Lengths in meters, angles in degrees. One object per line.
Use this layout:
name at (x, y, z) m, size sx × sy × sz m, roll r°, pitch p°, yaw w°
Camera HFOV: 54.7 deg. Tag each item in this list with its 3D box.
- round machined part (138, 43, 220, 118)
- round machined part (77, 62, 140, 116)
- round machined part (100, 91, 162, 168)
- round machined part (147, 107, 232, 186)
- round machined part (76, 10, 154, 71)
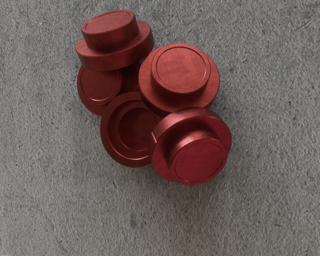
round machined part at (0.023, -0.061, 0.369) m, size 0.099 × 0.042 × 0.098 m, roll 1°, pitch 68°, yaw -3°
round machined part at (-0.073, -0.064, 0.427) m, size 0.098 × 0.042 × 0.097 m, roll 0°, pitch 90°, yaw 19°
round machined part at (-0.025, 0.002, 0.409) m, size 0.098 × 0.042 × 0.097 m, roll 0°, pitch 90°, yaw 19°
round machined part at (0.038, 0.028, 0.358) m, size 0.098 × 0.098 × 0.042 m, roll -45°, pitch 36°, yaw 14°
round machined part at (-0.059, -0.115, 0.390) m, size 0.098 × 0.098 × 0.042 m, roll 1°, pitch 132°, yaw 19°
